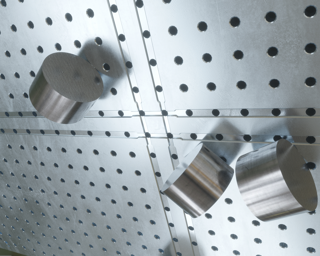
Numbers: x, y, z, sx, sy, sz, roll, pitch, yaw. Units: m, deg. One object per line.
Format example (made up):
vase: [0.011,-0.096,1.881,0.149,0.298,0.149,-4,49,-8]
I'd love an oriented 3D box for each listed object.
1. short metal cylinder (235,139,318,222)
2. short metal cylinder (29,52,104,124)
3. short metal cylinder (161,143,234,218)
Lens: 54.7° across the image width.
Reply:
short metal cylinder: [0.129,0.058,0.343,0.050,0.080,0.080,-31,101,38]
short metal cylinder: [-0.122,-0.052,0.406,0.080,0.080,0.050,45,129,-3]
short metal cylinder: [0.047,0.065,0.390,0.050,0.080,0.080,41,129,0]
